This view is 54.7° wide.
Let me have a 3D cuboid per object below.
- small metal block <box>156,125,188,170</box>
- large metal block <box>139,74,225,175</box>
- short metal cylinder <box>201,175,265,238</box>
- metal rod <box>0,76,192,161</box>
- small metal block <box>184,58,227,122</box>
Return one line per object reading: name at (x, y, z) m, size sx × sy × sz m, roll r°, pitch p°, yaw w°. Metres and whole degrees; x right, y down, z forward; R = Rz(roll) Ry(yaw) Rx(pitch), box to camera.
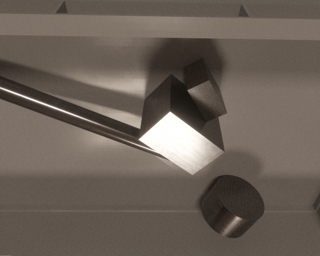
small metal block at (0.023, 0.026, 0.432) m, size 0.050 × 0.025 × 0.050 m, roll -36°, pitch 122°, yaw 27°
large metal block at (0.026, -0.005, 0.366) m, size 0.080 × 0.080 × 0.050 m, roll 35°, pitch 121°, yaw -22°
short metal cylinder at (0.111, 0.120, 0.477) m, size 0.081 × 0.080 × 0.050 m, roll 15°, pitch 128°, yaw -13°
metal rod at (-0.093, -0.012, 0.378) m, size 0.302 × 0.025 × 0.025 m, roll 21°, pitch 127°, yaw -11°
small metal block at (0.052, -0.044, 0.356) m, size 0.025 × 0.050 × 0.050 m, roll -24°, pitch 126°, yaw 18°
